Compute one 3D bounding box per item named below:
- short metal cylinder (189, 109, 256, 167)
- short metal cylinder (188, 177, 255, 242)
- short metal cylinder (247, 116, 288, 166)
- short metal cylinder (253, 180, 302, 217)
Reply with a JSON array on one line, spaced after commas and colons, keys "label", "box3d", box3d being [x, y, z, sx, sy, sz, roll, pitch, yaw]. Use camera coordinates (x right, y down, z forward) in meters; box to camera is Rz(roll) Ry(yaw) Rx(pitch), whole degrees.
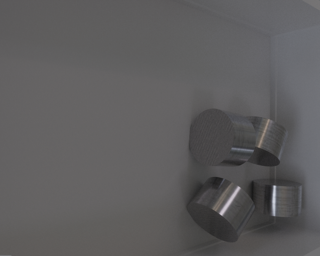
[{"label": "short metal cylinder", "box3d": [0.089, 0.015, 0.445, 0.050, 0.080, 0.080, 8, 85, -40]}, {"label": "short metal cylinder", "box3d": [0.087, 0.116, 0.444, 0.050, 0.080, 0.080, -47, 118, -30]}, {"label": "short metal cylinder", "box3d": [0.161, 0.023, 0.505, 0.080, 0.080, 0.050, 37, 67, -34]}, {"label": "short metal cylinder", "box3d": [0.205, 0.120, 0.543, 0.081, 0.080, 0.050, 3, 89, -40]}]
